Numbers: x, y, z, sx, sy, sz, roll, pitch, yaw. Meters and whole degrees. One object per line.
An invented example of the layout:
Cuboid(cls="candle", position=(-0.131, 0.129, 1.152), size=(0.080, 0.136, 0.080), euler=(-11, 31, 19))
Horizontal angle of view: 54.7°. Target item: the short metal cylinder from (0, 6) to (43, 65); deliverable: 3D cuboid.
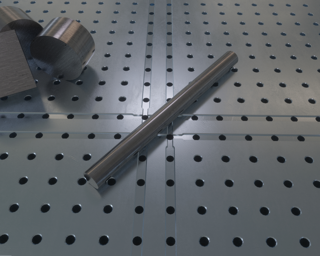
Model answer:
Cuboid(cls="short metal cylinder", position=(-0.229, -0.144, 0.492), size=(0.080, 0.080, 0.050), euler=(-34, 58, -25))

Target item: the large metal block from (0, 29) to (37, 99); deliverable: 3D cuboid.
Cuboid(cls="large metal block", position=(-0.226, -0.083, 0.431), size=(0.081, 0.080, 0.050), euler=(-21, 12, -17))

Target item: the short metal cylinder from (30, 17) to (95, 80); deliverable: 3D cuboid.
Cuboid(cls="short metal cylinder", position=(-0.147, -0.119, 0.471), size=(0.080, 0.080, 0.050), euler=(11, 51, 9))

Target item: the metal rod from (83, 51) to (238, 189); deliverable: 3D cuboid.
Cuboid(cls="metal rod", position=(0.018, -0.027, 0.430), size=(0.025, 0.025, 0.301), euler=(33, 57, 24))
